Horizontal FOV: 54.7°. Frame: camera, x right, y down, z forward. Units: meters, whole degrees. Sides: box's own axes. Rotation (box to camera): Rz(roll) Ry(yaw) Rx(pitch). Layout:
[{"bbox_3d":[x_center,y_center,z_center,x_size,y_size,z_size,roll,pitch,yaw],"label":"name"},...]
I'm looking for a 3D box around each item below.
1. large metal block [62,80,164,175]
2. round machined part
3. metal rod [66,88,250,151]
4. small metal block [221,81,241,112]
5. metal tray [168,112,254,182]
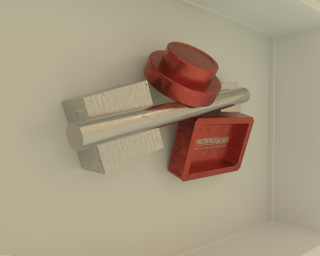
[{"bbox_3d":[-0.051,-0.003,0.346,0.081,0.050,0.079,-23,105,-38],"label":"large metal block"},{"bbox_3d":[0.033,-0.072,0.384,0.099,0.098,0.042,-6,135,-40],"label":"round machined part"},{"bbox_3d":[0.028,-0.022,0.372,0.302,0.025,0.025,-16,101,-46],"label":"metal rod"},{"bbox_3d":[0.101,-0.046,0.491,0.050,0.025,0.050,-15,100,-39],"label":"small metal block"},{"bbox_3d":[0.077,0.023,0.450,0.131,0.030,0.089,-2,111,-41],"label":"metal tray"}]
